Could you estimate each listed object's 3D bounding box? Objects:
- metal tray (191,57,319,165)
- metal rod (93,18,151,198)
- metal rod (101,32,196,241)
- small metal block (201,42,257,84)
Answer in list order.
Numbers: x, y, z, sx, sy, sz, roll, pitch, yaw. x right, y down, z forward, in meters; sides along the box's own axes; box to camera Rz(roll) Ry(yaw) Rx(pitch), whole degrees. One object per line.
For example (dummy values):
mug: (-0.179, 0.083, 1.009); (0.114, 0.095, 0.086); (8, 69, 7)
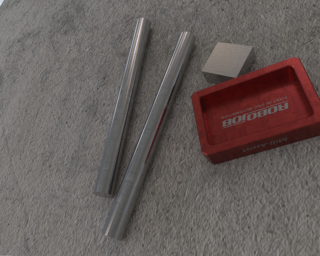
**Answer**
metal tray: (0.107, -0.019, 0.355); (0.130, 0.030, 0.090); (-18, 54, 17)
metal rod: (-0.050, -0.047, 0.458); (0.025, 0.025, 0.299); (-5, 59, 26)
metal rod: (-0.007, -0.005, 0.410); (0.025, 0.025, 0.300); (7, 65, 31)
small metal block: (0.091, -0.083, 0.407); (0.050, 0.025, 0.050); (19, 72, 35)
